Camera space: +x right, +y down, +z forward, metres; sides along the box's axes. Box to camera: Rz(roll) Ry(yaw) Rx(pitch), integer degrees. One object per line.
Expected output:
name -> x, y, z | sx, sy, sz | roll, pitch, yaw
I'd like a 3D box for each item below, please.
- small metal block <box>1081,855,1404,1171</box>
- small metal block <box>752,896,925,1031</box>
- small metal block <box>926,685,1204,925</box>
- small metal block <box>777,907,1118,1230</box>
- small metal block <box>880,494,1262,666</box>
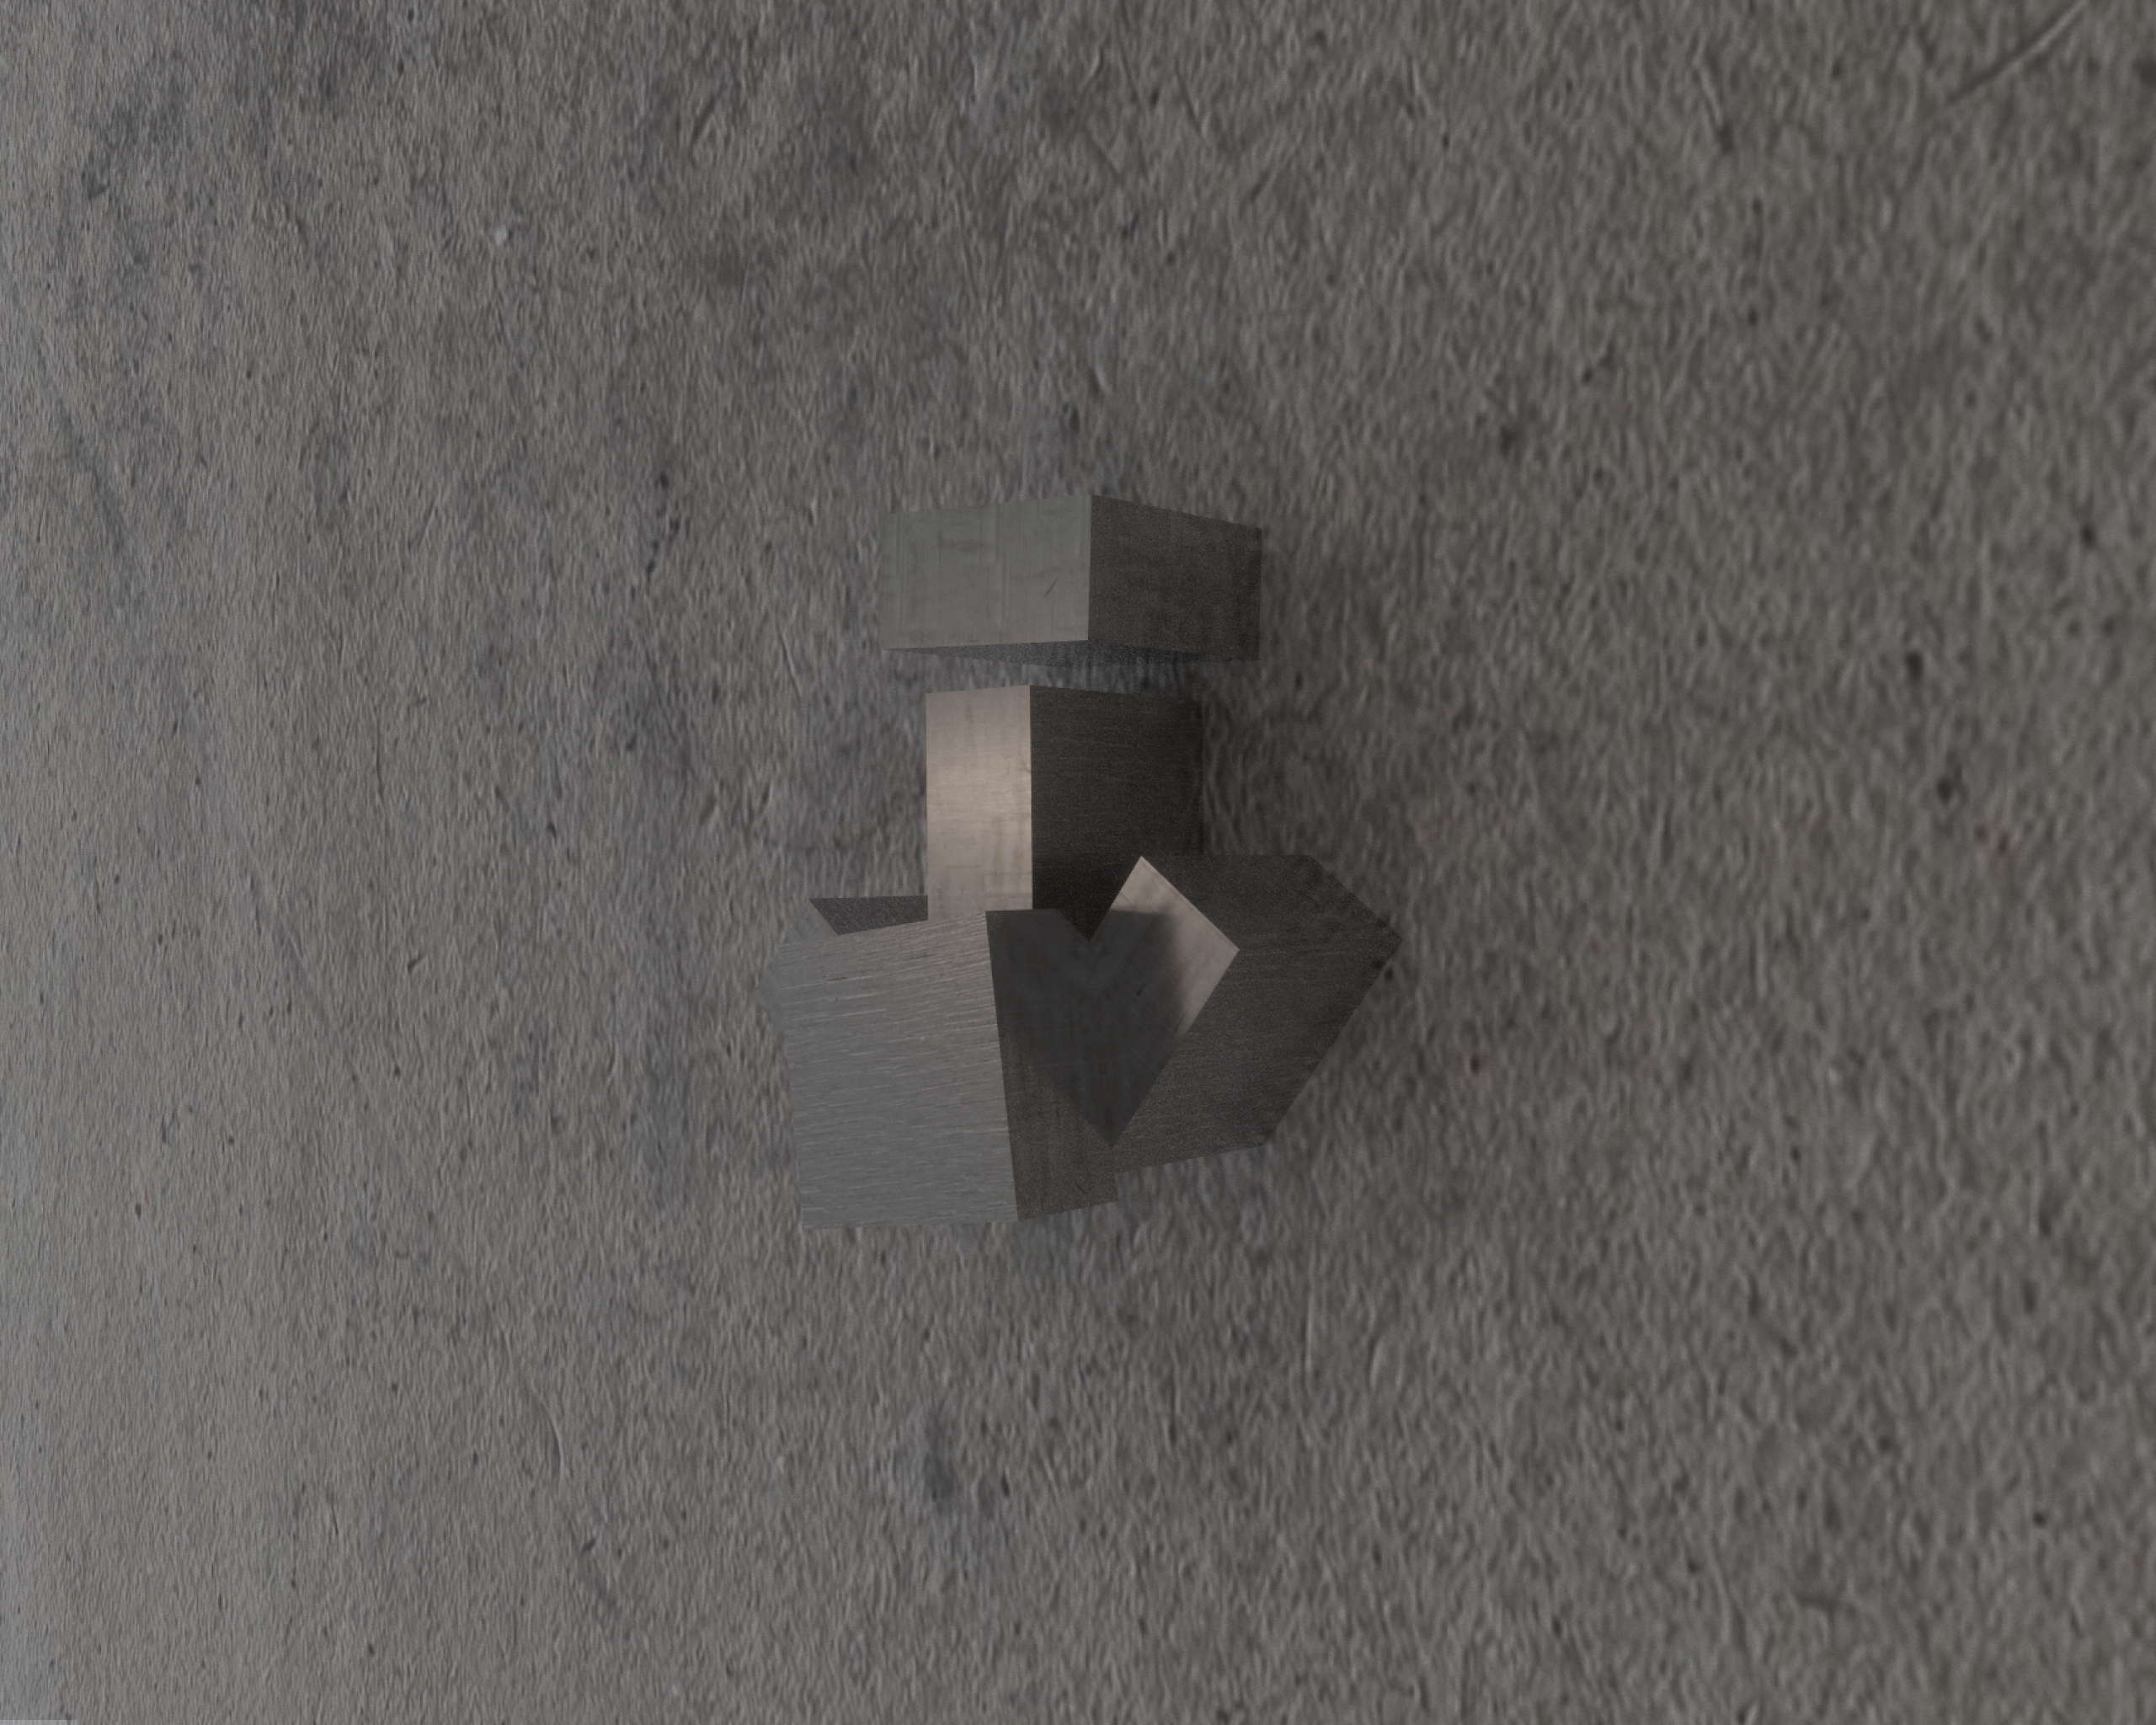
small metal block -> 0.023, 0.026, 0.370 | 0.025, 0.050, 0.050 | 45, 117, 31
small metal block -> -0.027, 0.032, 0.411 | 0.050, 0.050, 0.025 | 47, 118, 29
small metal block -> -0.002, -0.006, 0.390 | 0.025, 0.050, 0.050 | -1, 90, 40
small metal block -> -0.023, 0.036, 0.359 | 0.050, 0.025, 0.050 | -10, 83, 39
small metal block -> -0.001, -0.051, 0.390 | 0.050, 0.050, 0.025 | 3, 92, 40
